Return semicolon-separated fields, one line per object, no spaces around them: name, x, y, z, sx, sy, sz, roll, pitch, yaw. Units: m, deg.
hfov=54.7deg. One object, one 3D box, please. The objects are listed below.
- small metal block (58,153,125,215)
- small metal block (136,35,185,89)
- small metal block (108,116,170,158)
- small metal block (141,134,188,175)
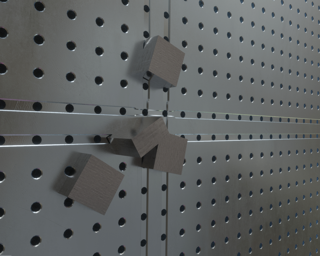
small metal block;-0.076;0.063;0.347;0.050;0.025;0.050;40;66;-33
small metal block;0.002;-0.087;0.413;0.050;0.025;0.050;24;75;-38
small metal block;-0.026;0.010;0.373;0.050;0.050;0.025;-38;114;-34
small metal block;0.007;0.034;0.417;0.050;0.025;0.050;18;78;-39
